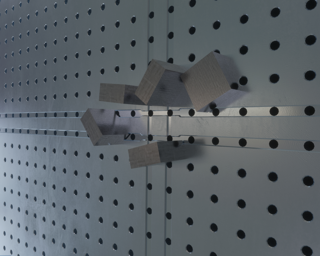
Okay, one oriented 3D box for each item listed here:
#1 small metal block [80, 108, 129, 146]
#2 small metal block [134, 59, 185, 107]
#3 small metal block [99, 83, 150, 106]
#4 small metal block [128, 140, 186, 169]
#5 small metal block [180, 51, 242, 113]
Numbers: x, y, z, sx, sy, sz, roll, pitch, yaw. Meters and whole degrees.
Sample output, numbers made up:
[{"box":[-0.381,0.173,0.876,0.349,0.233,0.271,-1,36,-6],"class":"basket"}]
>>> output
[{"box":[-0.083,-0.002,0.463,0.025,0.050,0.050,-47,62,30],"class":"small metal block"},{"box":[0.003,-0.055,0.391,0.025,0.050,0.050,44,117,31],"class":"small metal block"},{"box":[-0.049,-0.047,0.435,0.050,0.050,0.025,10,96,39],"class":"small metal block"},{"box":[-0.004,0.034,0.397,0.050,0.050,0.025,-17,79,39],"class":"small metal block"},{"box":[0.058,-0.052,0.362,0.050,0.025,0.050,-34,69,35],"class":"small metal block"}]
